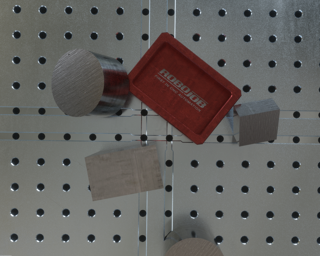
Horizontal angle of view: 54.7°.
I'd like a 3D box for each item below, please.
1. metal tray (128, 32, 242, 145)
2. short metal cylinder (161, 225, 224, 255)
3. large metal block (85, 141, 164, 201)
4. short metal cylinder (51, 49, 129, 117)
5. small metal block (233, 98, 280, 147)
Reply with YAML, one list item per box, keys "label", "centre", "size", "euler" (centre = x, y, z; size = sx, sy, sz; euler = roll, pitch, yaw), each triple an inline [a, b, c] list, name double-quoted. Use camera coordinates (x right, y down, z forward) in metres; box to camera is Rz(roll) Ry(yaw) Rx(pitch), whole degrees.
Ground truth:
- label: "metal tray"
  centre: [0.028, -0.051, 0.410]
  size: [0.130, 0.030, 0.090]
  euler: [38, 90, 0]
- label: "short metal cylinder"
  centre: [0.042, 0.173, 0.401]
  size: [0.081, 0.050, 0.079]
  euler: [0, 90, 0]
- label: "large metal block"
  centre: [-0.040, 0.050, 0.385]
  size: [0.080, 0.080, 0.050]
  euler: [-10, 90, 0]
- label: "short metal cylinder"
  centre: [-0.086, -0.053, 0.384]
  size: [0.080, 0.050, 0.079]
  euler: [1, 92, 27]
- label: "small metal block"
  centre: [0.124, -0.007, 0.401]
  size: [0.050, 0.025, 0.050]
  euler: [-11, 129, 0]
